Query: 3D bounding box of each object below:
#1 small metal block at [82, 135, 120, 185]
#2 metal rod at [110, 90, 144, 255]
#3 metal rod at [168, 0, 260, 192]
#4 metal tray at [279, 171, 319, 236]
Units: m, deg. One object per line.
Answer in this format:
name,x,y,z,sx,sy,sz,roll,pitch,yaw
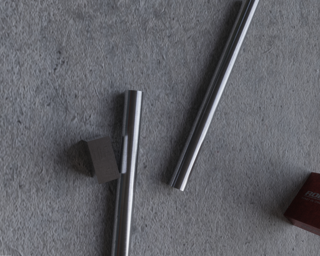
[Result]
small metal block,-0.071,0.036,0.370,0.025,0.050,0.050,-16,96,-20
metal rod,-0.045,0.102,0.393,0.025,0.025,0.298,5,88,-20
metal rod,0.079,-0.055,0.439,0.025,0.025,0.299,26,81,-19
metal tray,0.255,0.117,0.464,0.030,0.130,0.090,44,76,-15
